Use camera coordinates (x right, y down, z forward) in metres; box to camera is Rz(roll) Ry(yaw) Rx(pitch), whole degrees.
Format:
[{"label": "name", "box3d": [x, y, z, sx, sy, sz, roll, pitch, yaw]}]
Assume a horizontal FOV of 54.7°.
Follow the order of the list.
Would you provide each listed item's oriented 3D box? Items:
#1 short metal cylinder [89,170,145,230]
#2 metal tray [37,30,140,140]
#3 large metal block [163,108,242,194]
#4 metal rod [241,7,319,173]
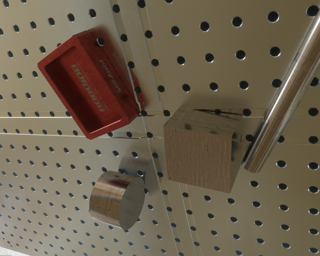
[{"label": "short metal cylinder", "box3d": [-0.063, 0.110, 0.477, 0.050, 0.080, 0.079, 10, 123, 23]}, {"label": "metal tray", "box3d": [-0.098, -0.054, 0.426, 0.090, 0.030, 0.130, -21, 108, 36]}, {"label": "large metal block", "box3d": [0.054, 0.026, 0.383, 0.080, 0.050, 0.079, 9, 122, 23]}, {"label": "metal rod", "box3d": [0.143, -0.070, 0.292, 0.025, 0.025, 0.298, 25, 127, 13]}]
